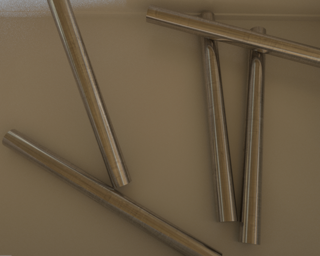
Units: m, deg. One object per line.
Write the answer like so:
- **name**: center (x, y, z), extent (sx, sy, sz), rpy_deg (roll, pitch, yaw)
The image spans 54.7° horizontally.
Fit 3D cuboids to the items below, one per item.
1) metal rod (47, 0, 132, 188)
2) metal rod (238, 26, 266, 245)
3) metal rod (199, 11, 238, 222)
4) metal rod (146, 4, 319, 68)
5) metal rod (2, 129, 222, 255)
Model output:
- **metal rod**: center (-0.094, -0.072, 0.374), extent (0.025, 0.025, 0.298), rpy_deg (-19, 94, -7)
- **metal rod**: center (0.125, -0.005, 0.411), extent (0.025, 0.025, 0.299), rpy_deg (8, 70, 3)
- **metal rod**: center (0.075, -0.029, 0.420), extent (0.025, 0.025, 0.299), rpy_deg (-2, 70, -1)
- **metal rod**: center (0.128, -0.120, 0.426), extent (0.301, 0.025, 0.025), rpy_deg (17, 71, 5)
- **metal rod**: center (-0.065, 0.083, 0.378), extent (0.301, 0.025, 0.025), rpy_deg (29, 73, 10)
